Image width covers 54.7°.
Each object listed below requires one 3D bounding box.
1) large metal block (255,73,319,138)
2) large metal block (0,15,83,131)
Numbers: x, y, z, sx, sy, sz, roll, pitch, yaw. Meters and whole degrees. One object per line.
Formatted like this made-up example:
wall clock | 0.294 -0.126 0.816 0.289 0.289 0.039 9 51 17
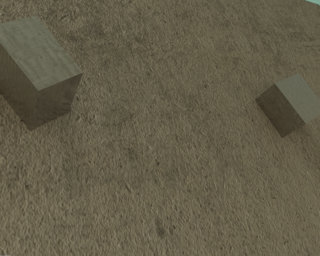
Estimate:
large metal block | 0.226 -0.040 0.533 0.081 0.050 0.080 -23 74 -36
large metal block | -0.135 -0.056 0.330 0.050 0.080 0.080 -34 81 -38
